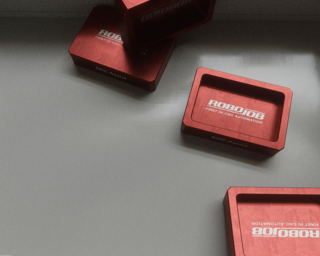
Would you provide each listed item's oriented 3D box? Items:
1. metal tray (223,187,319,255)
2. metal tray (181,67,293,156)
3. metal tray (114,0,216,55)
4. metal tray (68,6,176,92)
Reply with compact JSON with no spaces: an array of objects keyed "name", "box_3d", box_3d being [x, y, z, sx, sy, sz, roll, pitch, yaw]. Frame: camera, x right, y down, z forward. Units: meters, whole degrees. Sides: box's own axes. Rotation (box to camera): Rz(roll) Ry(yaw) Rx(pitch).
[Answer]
[{"name":"metal tray","box_3d":[0.144,0.115,0.352,0.131,0.030,0.090,1,54,1]},{"name":"metal tray","box_3d":[0.102,-0.023,0.415,0.131,0.030,0.090,15,71,5]},{"name":"metal tray","box_3d":[0.011,-0.154,0.398,0.131,0.090,0.030,-27,72,-10]},{"name":"metal tray","box_3d":[-0.052,-0.116,0.449,0.131,0.030,0.090,21,71,7]}]
